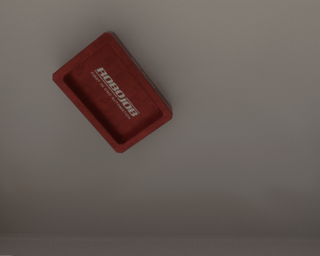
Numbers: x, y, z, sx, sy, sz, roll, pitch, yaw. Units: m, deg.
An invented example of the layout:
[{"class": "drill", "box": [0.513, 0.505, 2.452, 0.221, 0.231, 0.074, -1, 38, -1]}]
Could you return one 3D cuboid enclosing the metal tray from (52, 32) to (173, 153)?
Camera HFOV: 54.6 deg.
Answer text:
[{"class": "metal tray", "box": [-0.056, -0.043, 0.392, 0.090, 0.030, 0.130, -35, 107, 12]}]
